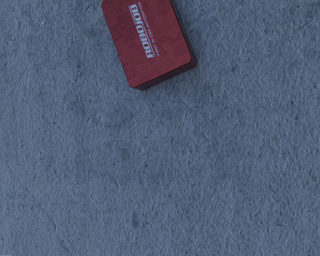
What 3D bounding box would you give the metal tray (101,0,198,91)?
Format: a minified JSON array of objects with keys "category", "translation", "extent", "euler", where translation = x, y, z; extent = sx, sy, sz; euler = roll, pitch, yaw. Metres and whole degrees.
[{"category":"metal tray","translation":[-0.016,-0.126,0.412],"extent":[0.090,0.030,0.129],"euler":[-22,83,18]}]
